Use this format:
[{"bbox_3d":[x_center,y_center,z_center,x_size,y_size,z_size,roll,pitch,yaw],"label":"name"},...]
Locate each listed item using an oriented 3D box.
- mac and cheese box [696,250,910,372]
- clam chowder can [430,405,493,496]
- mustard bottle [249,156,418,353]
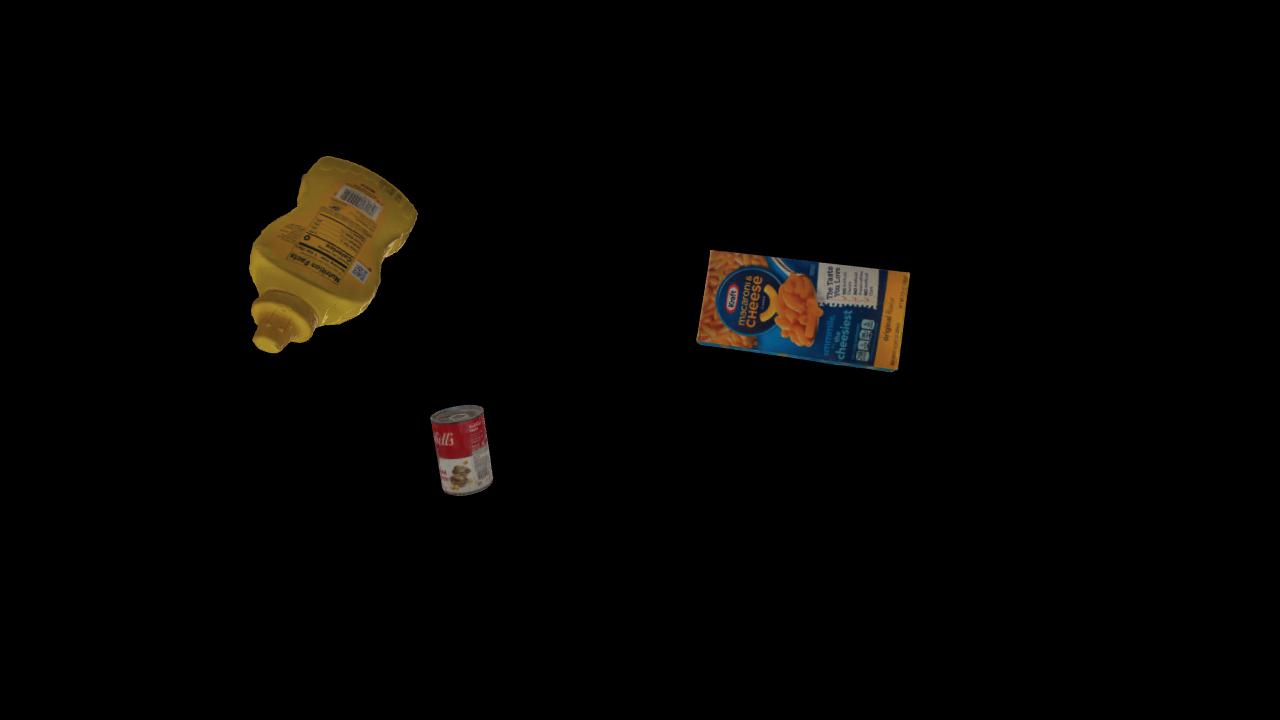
[{"bbox_3d":[0.152,-0.047,0.585,0.184,0.093,0.041,8,-1,11],"label":"mac and cheese box"},{"bbox_3d":[-0.232,0.117,0.806,0.068,0.102,0.068,-5,14,1],"label":"clam chowder can"},{"bbox_3d":[-0.247,-0.078,0.480,0.092,0.184,0.054,35,-47,-29],"label":"mustard bottle"}]
